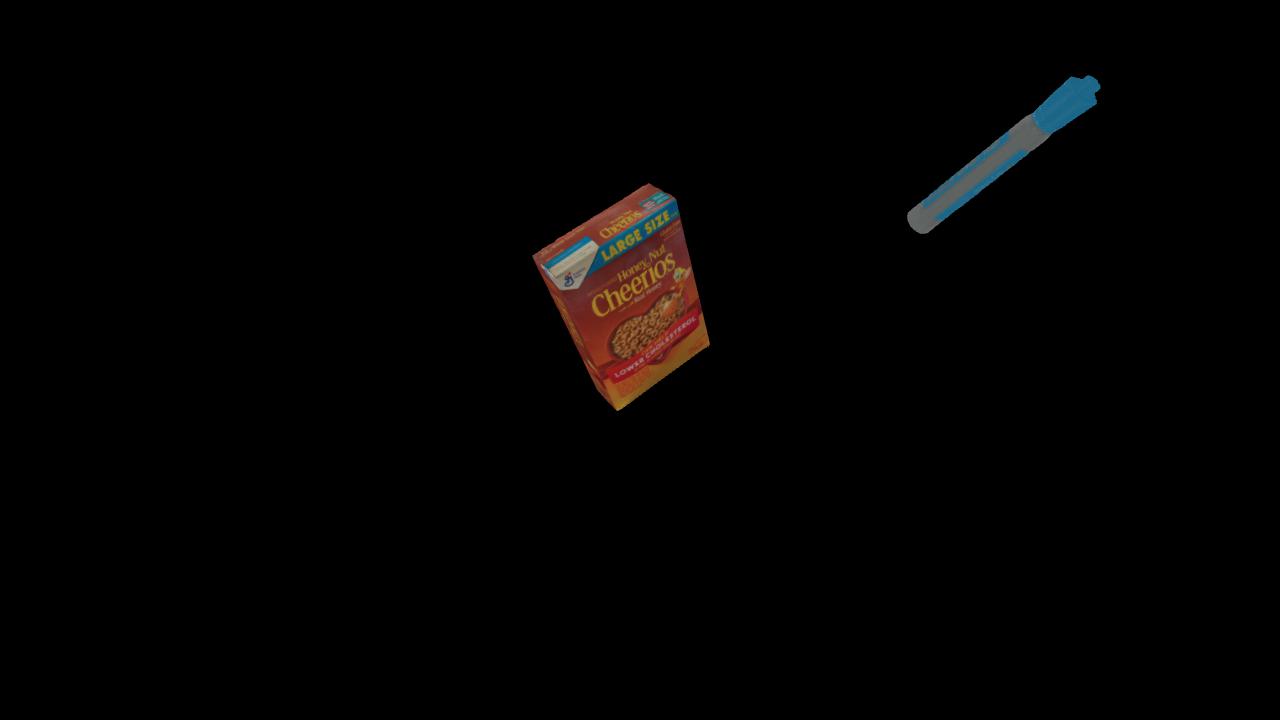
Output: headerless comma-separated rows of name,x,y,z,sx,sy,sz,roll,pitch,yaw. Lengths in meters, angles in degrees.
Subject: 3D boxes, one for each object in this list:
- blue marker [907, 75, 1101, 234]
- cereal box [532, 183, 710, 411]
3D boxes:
blue marker,0.205,-0.115,0.357,0.020,0.020,0.121,0,-23,-22
cereal box,-0.013,-0.084,0.933,0.203,0.306,0.081,-35,49,-14
